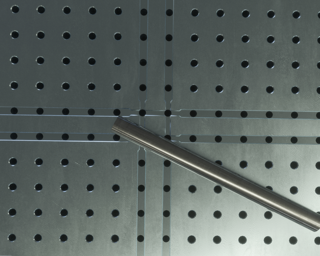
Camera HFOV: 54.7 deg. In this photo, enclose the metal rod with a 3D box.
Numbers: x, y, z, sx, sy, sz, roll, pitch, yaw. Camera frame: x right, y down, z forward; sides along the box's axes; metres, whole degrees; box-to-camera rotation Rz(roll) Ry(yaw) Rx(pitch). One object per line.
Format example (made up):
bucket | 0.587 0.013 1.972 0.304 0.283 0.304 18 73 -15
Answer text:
metal rod | 0.076 0.061 0.414 0.301 0.025 0.025 26 90 -1
